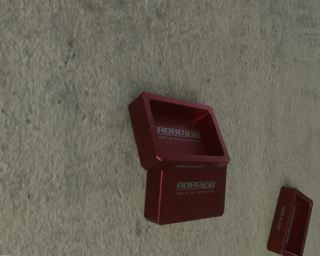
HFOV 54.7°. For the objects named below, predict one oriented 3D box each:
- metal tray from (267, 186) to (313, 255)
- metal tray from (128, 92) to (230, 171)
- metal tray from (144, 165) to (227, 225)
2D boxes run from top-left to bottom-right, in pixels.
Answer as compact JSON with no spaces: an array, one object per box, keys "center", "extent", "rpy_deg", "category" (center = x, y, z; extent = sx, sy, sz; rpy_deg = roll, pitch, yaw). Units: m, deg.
[{"center":[0.267,0.195,0.630],"extent":[0.090,0.030,0.130],"rpy_deg":[33,70,-36],"category":"metal tray"},{"center":[0.028,0.008,0.401],"extent":[0.131,0.030,0.090],"rpy_deg":[7,58,-40],"category":"metal tray"},{"center":[0.041,0.082,0.438],"extent":[0.131,0.030,0.089],"rpy_deg":[7,86,-40],"category":"metal tray"}]
